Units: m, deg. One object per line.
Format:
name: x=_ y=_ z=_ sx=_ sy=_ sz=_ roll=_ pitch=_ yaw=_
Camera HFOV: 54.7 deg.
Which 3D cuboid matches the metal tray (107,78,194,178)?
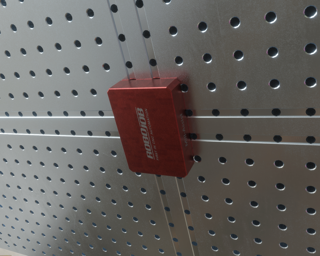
metal tray: x=-0.010 y=0.001 z=0.412 sx=0.090 sy=0.030 sz=0.129 roll=2 pitch=120 yaw=27
